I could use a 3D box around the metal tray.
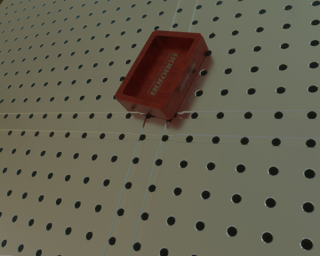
[{"bbox_3d":[0.003,-0.081,0.451,0.090,0.030,0.130,16,70,34],"label":"metal tray"}]
